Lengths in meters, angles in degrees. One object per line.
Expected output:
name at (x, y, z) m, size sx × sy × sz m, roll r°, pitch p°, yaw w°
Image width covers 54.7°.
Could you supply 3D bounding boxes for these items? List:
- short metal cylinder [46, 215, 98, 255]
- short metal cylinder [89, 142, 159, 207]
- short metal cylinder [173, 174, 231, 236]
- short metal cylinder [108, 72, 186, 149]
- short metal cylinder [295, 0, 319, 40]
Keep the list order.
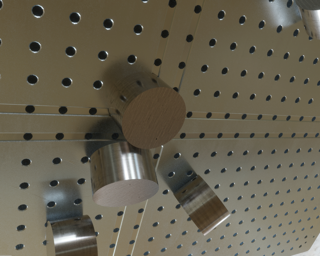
short metal cylinder at (-0.119, 0.160, 0.411) m, size 0.050 × 0.080 × 0.079 m, roll -2°, pitch 119°, yaw -28°
short metal cylinder at (-0.046, 0.060, 0.389) m, size 0.081 × 0.050 × 0.080 m, roll -10°, pitch 147°, yaw -6°
short metal cylinder at (0.065, 0.121, 0.488) m, size 0.050 × 0.080 × 0.080 m, roll -37°, pitch 130°, yaw -4°
short metal cylinder at (-0.016, -0.022, 0.374) m, size 0.081 × 0.050 × 0.079 m, roll -14°, pitch 124°, yaw -21°
short metal cylinder at (0.224, -0.162, 0.401) m, size 0.080 × 0.080 × 0.050 m, roll -43°, pitch 130°, yaw 1°
